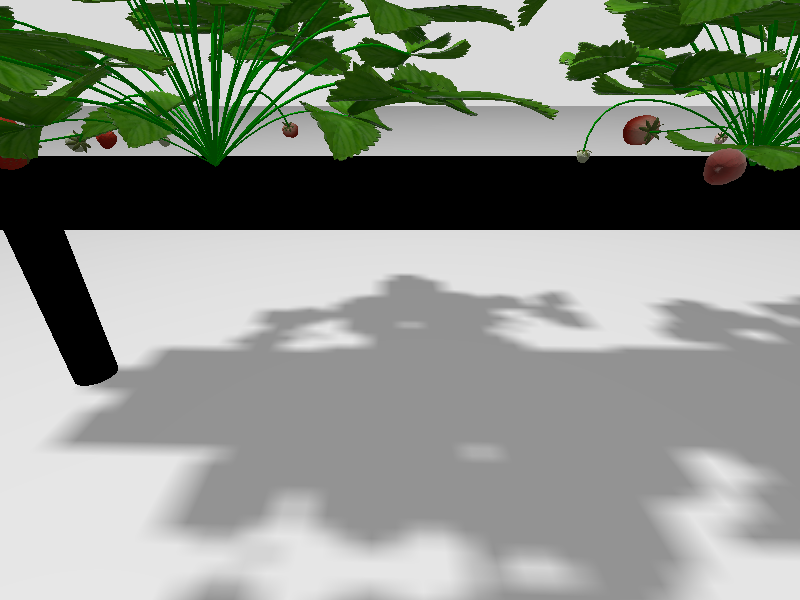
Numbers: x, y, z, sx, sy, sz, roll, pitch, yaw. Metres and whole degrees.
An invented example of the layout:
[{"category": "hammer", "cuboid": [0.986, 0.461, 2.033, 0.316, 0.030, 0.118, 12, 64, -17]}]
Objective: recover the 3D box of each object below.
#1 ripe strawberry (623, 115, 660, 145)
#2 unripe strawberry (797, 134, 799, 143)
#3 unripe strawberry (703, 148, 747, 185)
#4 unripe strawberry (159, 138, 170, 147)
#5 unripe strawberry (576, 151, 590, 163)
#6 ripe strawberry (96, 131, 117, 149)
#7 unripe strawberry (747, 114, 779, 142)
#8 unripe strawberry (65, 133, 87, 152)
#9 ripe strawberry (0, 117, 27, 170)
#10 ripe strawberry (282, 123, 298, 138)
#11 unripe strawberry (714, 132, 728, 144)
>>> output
[{"category": "ripe strawberry", "cuboid": [0.273, -0.194, 0.458, 0.037, 0.032, 0.037, -4, 27, -7]}, {"category": "unripe strawberry", "cuboid": [0.437, -0.175, 0.435, 0.011, 0.011, 0.010, -21, 34, -34]}, {"category": "unripe strawberry", "cuboid": [0.212, -0.087, 0.262, 0.024, 0.023, 0.022, -23, 35, -37]}, {"category": "unripe strawberry", "cuboid": [-0.254, -0.171, 0.432, 0.011, 0.010, 0.010, -22, 35, -36]}, {"category": "unripe strawberry", "cuboid": [0.149, -0.117, 0.327, 0.010, 0.010, 0.009, -1, 27, -2]}, {"category": "ripe strawberry", "cuboid": [-0.317, -0.174, 0.433, 0.021, 0.020, 0.019, 40, 41, 15]}, {"category": "unripe strawberry", "cuboid": [0.448, -0.212, 0.496, 0.032, 0.033, 0.034, 20, 33, 34]}, {"category": "unripe strawberry", "cuboid": [-0.337, -0.163, 0.415, 0.020, 0.019, 0.018, 8, 28, 27]}, {"category": "ripe strawberry", "cuboid": [-0.326, -0.126, 0.321, 0.043, 0.042, 0.040, -2, 27, -2]}, {"category": "ripe strawberry", "cuboid": [-0.147, -0.227, 0.539, 0.021, 0.018, 0.021, 1, -8, 2]}, {"category": "unripe strawberry", "cuboid": [0.376, -0.189, 0.469, 0.012, 0.014, 0.014, 13, 8, 24]}]
